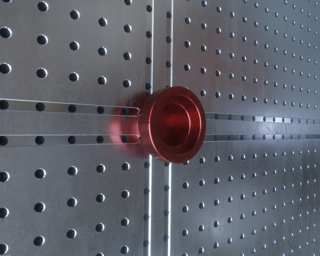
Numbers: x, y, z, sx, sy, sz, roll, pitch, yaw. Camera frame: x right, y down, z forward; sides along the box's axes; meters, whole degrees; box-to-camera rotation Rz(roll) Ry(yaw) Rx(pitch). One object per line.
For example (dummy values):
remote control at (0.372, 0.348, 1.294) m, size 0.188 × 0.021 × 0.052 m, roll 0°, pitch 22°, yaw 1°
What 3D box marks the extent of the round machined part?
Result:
round machined part at (0.012, -0.004, 0.406) m, size 0.099 × 0.042 × 0.097 m, roll 0°, pitch 90°, yaw -40°
